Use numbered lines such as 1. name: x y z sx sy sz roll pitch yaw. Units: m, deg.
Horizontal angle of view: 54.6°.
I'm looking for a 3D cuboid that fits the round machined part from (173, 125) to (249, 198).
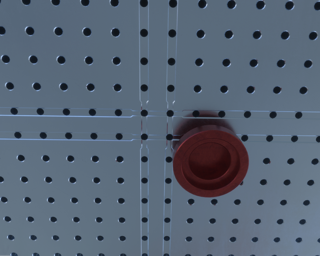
1. round machined part: 0.066 0.041 0.420 0.099 0.042 0.097 0 110 0
